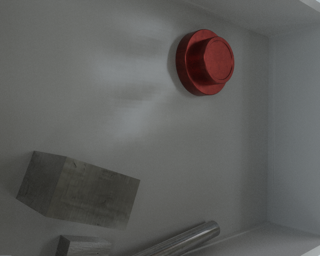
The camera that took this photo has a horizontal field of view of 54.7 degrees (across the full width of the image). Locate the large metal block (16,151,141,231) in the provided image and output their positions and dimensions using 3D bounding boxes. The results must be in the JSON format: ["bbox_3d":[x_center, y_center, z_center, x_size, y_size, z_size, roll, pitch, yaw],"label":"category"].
[{"bbox_3d":[-0.081,0.060,0.305,0.080,0.080,0.050,26,74,-38],"label":"large metal block"}]

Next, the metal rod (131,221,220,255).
[{"bbox_3d":[-0.019,0.160,0.368,0.302,0.025,0.025,-2,92,-48],"label":"metal rod"}]

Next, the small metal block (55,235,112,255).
[{"bbox_3d":[-0.086,0.146,0.336,0.050,0.025,0.050,21,77,-38],"label":"small metal block"}]

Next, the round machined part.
[{"bbox_3d":[0.073,-0.097,0.459,0.099,0.042,0.097,0,90,-40],"label":"round machined part"}]
